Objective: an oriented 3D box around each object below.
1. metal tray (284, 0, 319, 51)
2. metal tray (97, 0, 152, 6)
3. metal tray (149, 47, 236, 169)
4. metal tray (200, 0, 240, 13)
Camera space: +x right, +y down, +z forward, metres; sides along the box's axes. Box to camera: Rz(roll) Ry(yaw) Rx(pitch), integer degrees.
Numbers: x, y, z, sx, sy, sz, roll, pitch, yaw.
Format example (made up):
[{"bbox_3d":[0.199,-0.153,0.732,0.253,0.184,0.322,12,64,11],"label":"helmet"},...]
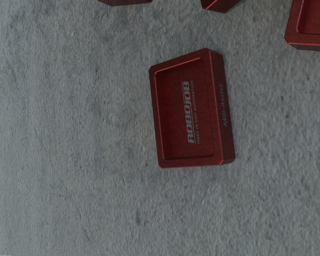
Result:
[{"bbox_3d":[0.169,-0.131,0.261,0.090,0.030,0.129,17,101,38],"label":"metal tray"},{"bbox_3d":[-0.044,-0.244,0.435,0.090,0.030,0.129,13,98,39],"label":"metal tray"},{"bbox_3d":[0.035,-0.019,0.370,0.090,0.030,0.129,-10,84,39],"label":"metal tray"},{"bbox_3d":[0.085,-0.189,0.307,0.130,0.030,0.090,-26,73,54],"label":"metal tray"}]
